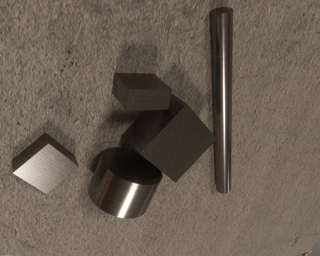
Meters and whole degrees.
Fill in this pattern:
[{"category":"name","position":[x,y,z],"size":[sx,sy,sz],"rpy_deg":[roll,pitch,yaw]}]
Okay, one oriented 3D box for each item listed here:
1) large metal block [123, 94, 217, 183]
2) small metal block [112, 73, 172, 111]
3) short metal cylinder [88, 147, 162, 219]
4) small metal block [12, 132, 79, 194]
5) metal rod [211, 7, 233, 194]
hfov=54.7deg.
[{"category":"large metal block","position":[0.014,0.011,0.404],"size":[0.080,0.050,0.080],"rpy_deg":[-47,130,-1]},{"category":"small metal block","position":[-0.022,-0.042,0.354],"size":[0.050,0.050,0.025],"rpy_deg":[-4,120,-27]},{"category":"short metal cylinder","position":[-0.044,0.067,0.390],"size":[0.081,0.080,0.050],"rpy_deg":[11,113,-34]},{"category":"small metal block","position":[-0.133,0.042,0.361],"size":[0.050,0.025,0.050],"rpy_deg":[-40,130,-1]},{"category":"metal rod","position":[0.091,-0.017,0.447],"size":[0.025,0.025,0.298],"rpy_deg":[-21,127,-17]}]
